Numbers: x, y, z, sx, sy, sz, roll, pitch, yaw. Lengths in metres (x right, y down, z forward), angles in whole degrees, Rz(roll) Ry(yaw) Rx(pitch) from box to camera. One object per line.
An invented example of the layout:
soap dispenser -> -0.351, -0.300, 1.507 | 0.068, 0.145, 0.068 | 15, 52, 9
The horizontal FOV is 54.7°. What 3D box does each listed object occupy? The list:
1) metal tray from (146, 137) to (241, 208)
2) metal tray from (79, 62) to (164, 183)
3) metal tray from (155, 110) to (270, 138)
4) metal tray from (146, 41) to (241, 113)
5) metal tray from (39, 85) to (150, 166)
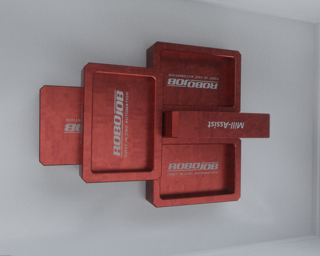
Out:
metal tray -> 0.048, 0.056, 0.425 | 0.131, 0.030, 0.089 | 1, 90, -21
metal tray -> -0.044, -0.005, 0.358 | 0.091, 0.030, 0.129 | 1, 90, -21
metal tray -> 0.061, -0.004, 0.397 | 0.131, 0.090, 0.030 | 1, 90, -20
metal tray -> 0.048, -0.064, 0.425 | 0.131, 0.030, 0.089 | 1, 90, -21
metal tray -> -0.076, -0.003, 0.377 | 0.131, 0.030, 0.089 | 0, 90, -21
